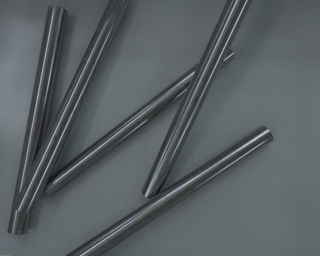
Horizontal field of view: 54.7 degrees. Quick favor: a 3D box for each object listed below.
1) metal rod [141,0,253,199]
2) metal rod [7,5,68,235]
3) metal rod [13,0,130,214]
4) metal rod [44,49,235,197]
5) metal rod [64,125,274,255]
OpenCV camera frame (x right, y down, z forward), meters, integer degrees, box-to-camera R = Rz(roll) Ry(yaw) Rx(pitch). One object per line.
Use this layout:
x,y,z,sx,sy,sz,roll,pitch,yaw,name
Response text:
0.044,-0.043,0.368,0.025,0.025,0.298,24,108,0,metal rod
-0.161,-0.010,0.409,0.025,0.025,0.298,10,90,0,metal rod
-0.111,-0.035,0.398,0.025,0.025,0.299,24,85,0,metal rod
-0.028,-0.010,0.410,0.300,0.025,0.025,-38,90,0,metal rod
0.016,0.087,0.395,0.301,0.025,0.025,-32,90,-7,metal rod
